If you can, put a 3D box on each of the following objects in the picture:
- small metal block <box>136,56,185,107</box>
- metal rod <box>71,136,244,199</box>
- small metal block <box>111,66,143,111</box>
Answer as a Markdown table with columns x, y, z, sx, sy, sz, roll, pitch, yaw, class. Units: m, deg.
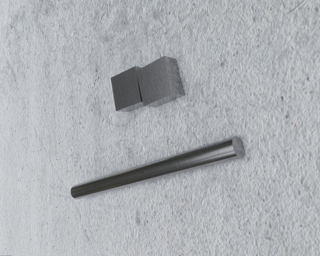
| x | y | z | sx | sy | sz | roll | pitch | yaw | class |
| --- | --- | --- | --- | --- | --- | --- | --- | --- | --- |
| 0.000 | -0.059 | 0.403 | 0.050 | 0.025 | 0.050 | -20 | 77 | 38 | small metal block |
| -0.027 | 0.063 | 0.424 | 0.299 | 0.025 | 0.025 | -21 | 77 | 37 | metal rod |
| -0.040 | -0.053 | 0.436 | 0.050 | 0.025 | 0.050 | -16 | 80 | 38 | small metal block |
